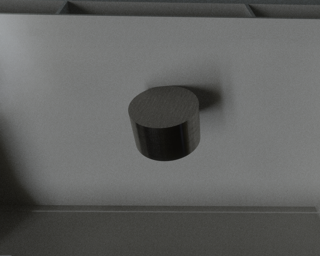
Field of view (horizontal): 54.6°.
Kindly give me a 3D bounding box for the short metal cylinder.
[{"bbox_3d":[0.007,-0.007,0.367,0.080,0.080,0.050,-5,130,4],"label":"short metal cylinder"}]
